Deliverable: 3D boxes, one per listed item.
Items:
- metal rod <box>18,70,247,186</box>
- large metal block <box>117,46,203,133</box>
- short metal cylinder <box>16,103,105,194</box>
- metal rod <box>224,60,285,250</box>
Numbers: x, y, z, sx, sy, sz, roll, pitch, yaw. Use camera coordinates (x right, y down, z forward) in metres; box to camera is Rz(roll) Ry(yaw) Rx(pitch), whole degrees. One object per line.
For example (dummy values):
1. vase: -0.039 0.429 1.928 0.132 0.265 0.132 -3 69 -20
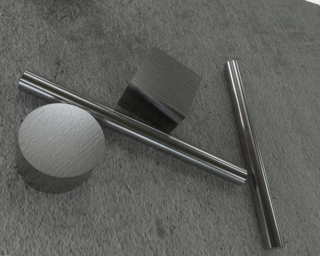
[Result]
1. metal rod: -0.023 0.006 0.387 0.302 0.025 0.025 25 53 -13
2. large metal block: 0.002 -0.051 0.420 0.080 0.050 0.080 32 52 -8
3. short metal cylinder: -0.103 0.022 0.319 0.081 0.050 0.080 14 56 -21
4. metal rod: 0.134 0.021 0.462 0.025 0.025 0.299 10 58 -23
